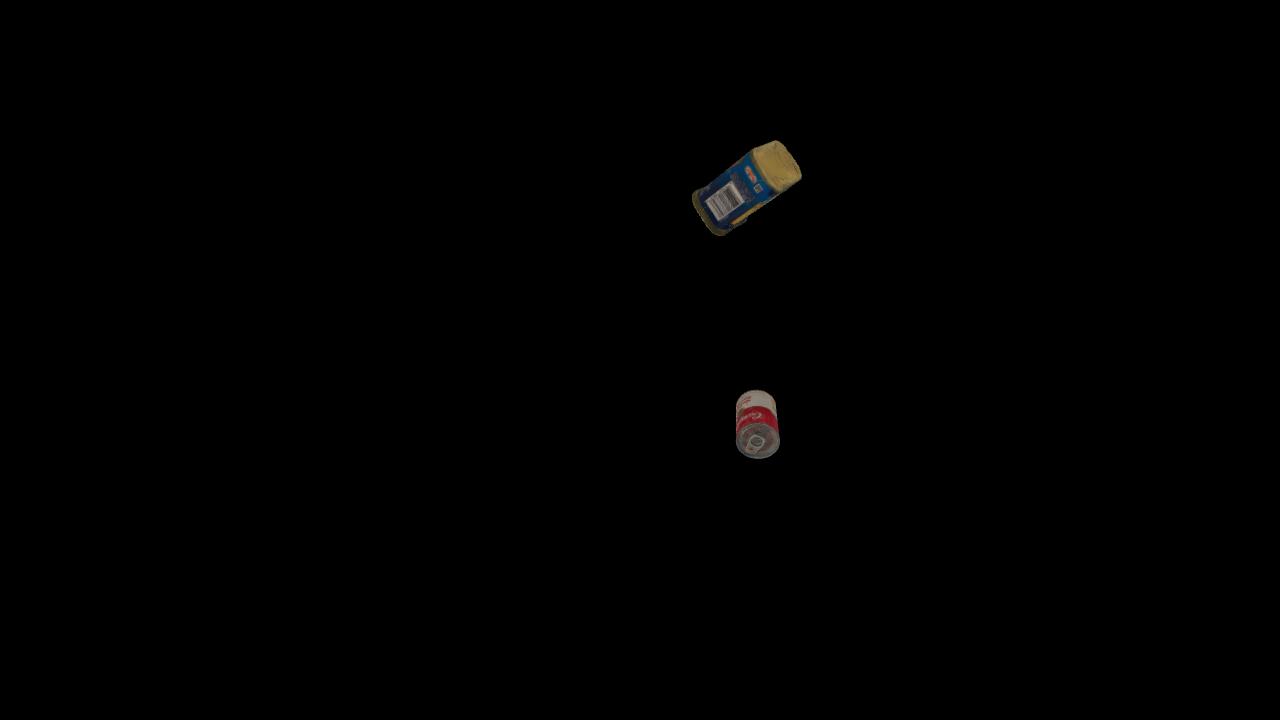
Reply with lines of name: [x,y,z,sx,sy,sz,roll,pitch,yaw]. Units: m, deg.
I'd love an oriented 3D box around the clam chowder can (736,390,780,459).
clam chowder can: [0.188,0.101,0.990,0.068,0.068,0.102,0,29,9]

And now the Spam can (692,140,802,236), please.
Spam can: [0.119,-0.189,0.672,0.085,0.058,0.101,-30,6,40]
